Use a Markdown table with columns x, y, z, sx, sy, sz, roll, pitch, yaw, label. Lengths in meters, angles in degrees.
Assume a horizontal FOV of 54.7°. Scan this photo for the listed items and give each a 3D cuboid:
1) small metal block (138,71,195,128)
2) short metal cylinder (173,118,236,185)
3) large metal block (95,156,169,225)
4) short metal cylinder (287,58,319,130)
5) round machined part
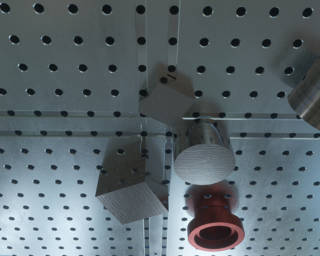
| x | y | z | sx | sy | sz | roll | pitch | yaw | label |
| --- | --- | --- | --- | --- | --- | --- | --- | --- | --- |
| 0.008 | -0.034 | 0.382 | 0.050 | 0.025 | 0.050 | 24 | 126 | -19 | small metal block |
| 0.058 | 0.033 | 0.424 | 0.081 | 0.050 | 0.079 | 0 | 131 | 0 | short metal cylinder |
| -0.040 | 0.098 | 0.478 | 0.080 | 0.050 | 0.080 | -20 | 128 | 16 | large metal block |
| 0.194 | -0.034 | 0.348 | 0.081 | 0.080 | 0.050 | 16 | 128 | -13 | short metal cylinder |
| 0.097 | 0.177 | 0.552 | 0.099 | 0.042 | 0.097 | 0 | 130 | 0 | round machined part |
